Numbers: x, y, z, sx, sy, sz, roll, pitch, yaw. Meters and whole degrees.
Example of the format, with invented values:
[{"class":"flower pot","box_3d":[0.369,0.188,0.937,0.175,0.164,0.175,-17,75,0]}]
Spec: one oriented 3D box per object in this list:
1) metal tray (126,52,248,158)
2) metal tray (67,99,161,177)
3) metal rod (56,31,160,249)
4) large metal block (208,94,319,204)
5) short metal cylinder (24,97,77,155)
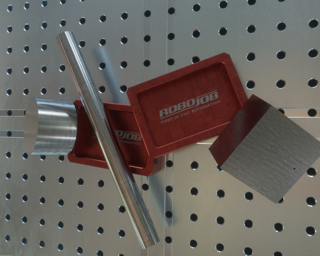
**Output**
[{"class":"metal tray","box_3d":[0.036,-0.026,0.377,0.131,0.030,0.090,-20,83,2]},{"class":"metal tray","box_3d":[-0.062,0.011,0.431,0.130,0.030,0.089,7,92,19]},{"class":"metal rod","box_3d":[-0.071,0.009,0.406,0.025,0.025,0.299,-27,81,18]},{"class":"large metal block","box_3d":[0.115,0.022,0.340,0.080,0.050,0.080,33,103,-15]},{"class":"short metal cylinder","box_3d":[-0.155,-0.001,0.435,0.080,0.050,0.080,-8,80,54]}]
